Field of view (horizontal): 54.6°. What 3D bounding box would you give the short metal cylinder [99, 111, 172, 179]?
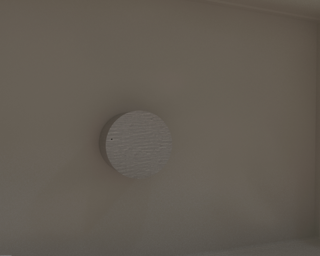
[{"bbox_3d":[-0.032,0.019,0.385,0.081,0.050,0.080,0,90,-20],"label":"short metal cylinder"}]
